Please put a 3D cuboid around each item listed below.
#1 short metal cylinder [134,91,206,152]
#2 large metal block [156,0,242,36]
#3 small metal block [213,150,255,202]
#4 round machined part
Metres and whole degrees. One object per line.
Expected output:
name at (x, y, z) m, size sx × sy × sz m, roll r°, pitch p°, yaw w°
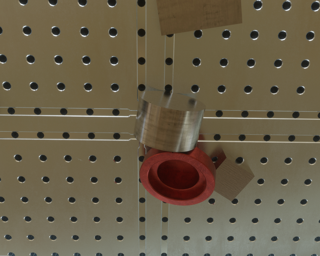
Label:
short metal cylinder at (0.011, -0.011, 0.380) m, size 0.081 × 0.080 × 0.050 m, roll 9°, pitch 110°, yaw -4°
large metal block at (0.037, -0.134, 0.335) m, size 0.080 × 0.080 × 0.050 m, roll -8°, pitch 110°, yaw 2°
small metal block at (0.096, 0.068, 0.440) m, size 0.050 × 0.025 × 0.050 m, roll 33°, pitch 106°, yaw -12°
round machined part at (0.025, 0.056, 0.414) m, size 0.098 × 0.042 × 0.097 m, roll 7°, pitch 128°, yaw 9°
